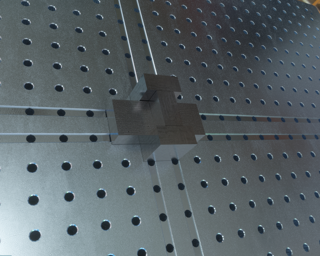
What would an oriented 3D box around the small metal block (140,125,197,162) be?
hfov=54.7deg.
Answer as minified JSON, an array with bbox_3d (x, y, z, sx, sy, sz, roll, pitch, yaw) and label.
[{"bbox_3d":[0.010,0.020,0.386,0.050,0.050,0.025,1,62,-28],"label":"small metal block"}]

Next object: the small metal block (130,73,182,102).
[{"bbox_3d":[-0.007,-0.047,0.418,0.050,0.050,0.025,1,62,-28],"label":"small metal block"}]

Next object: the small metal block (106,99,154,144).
[{"bbox_3d":[-0.037,-0.007,0.393,0.050,0.025,0.050,0,62,-28],"label":"small metal block"}]

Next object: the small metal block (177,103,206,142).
[{"bbox_3d":[0.030,-0.007,0.430,0.050,0.025,0.050,1,61,-28],"label":"small metal block"}]

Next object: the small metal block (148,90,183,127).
[{"bbox_3d":[0.002,-0.013,0.402,0.025,0.050,0.050,1,62,-28],"label":"small metal block"}]
